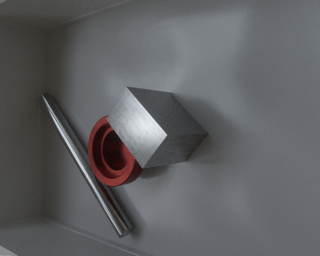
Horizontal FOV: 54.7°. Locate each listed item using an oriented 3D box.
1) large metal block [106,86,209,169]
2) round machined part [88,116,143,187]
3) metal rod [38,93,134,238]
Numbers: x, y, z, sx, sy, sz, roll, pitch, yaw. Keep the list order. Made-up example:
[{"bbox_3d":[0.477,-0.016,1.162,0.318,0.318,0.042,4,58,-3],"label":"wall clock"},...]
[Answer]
[{"bbox_3d":[-0.003,-0.002,0.372,0.080,0.081,0.050,50,119,28],"label":"large metal block"},{"bbox_3d":[-0.055,0.031,0.439,0.098,0.042,0.097,0,90,39],"label":"round machined part"},{"bbox_3d":[-0.132,0.047,0.512,0.300,0.025,0.025,51,120,27],"label":"metal rod"}]
